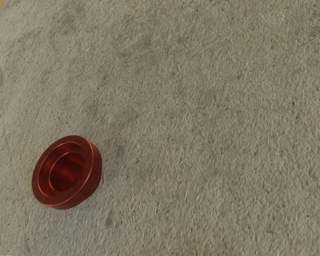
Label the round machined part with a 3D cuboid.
[{"bbox_3d":[-0.119,0.062,0.418,0.098,0.042,0.098,-13,56,21],"label":"round machined part"}]
